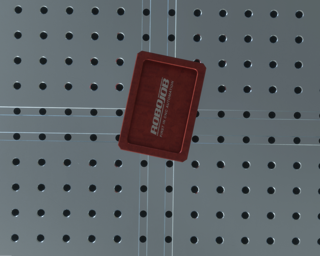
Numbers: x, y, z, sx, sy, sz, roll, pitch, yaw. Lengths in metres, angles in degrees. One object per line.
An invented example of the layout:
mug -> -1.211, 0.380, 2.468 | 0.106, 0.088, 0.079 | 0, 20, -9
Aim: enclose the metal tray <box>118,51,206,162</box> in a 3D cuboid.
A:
metal tray -> 0.003, -0.028, 0.410 | 0.090, 0.030, 0.129 | 12, 90, 0
